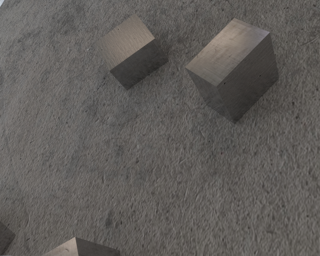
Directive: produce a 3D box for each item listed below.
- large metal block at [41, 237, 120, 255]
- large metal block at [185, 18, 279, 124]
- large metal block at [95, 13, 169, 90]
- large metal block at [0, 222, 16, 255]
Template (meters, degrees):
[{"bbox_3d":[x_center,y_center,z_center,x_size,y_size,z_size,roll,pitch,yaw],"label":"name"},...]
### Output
[{"bbox_3d":[-0.090,0.161,0.317,0.080,0.080,0.050,-31,52,8],"label":"large metal block"},{"bbox_3d":[0.087,-0.064,0.362,0.080,0.080,0.050,-46,51,-3],"label":"large metal block"},{"bbox_3d":[-0.045,-0.120,0.485,0.080,0.050,0.080,-34,51,5],"label":"large metal block"},{"bbox_3d":[-0.262,0.142,0.419,0.080,0.080,0.050,18,71,35],"label":"large metal block"}]
